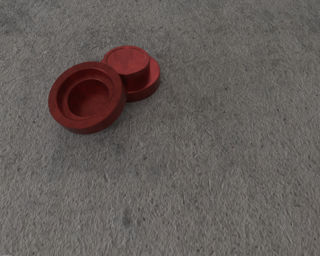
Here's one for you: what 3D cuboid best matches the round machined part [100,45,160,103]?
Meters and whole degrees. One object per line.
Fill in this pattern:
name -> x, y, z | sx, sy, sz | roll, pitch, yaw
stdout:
round machined part -> -0.049, -0.087, 0.465 | 0.099, 0.042, 0.098 | 0, 50, 0

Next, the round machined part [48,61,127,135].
round machined part -> -0.091, -0.036, 0.409 | 0.098, 0.042, 0.098 | -4, 65, 9
